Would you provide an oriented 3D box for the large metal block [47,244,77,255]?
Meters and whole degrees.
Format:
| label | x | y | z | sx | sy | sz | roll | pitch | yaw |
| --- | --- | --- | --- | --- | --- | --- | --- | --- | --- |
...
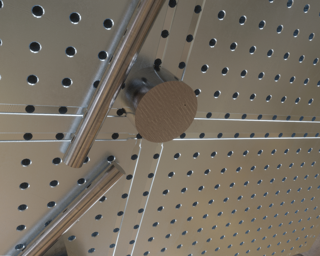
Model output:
| label | x | y | z | sx | sy | sz | roll | pitch | yaw |
| --- | --- | --- | --- | --- | --- | --- | --- | --- | --- |
| large metal block | -0.152 | 0.232 | 0.457 | 0.080 | 0.050 | 0.080 | -31 | 129 | -9 |

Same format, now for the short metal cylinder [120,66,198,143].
| label | x | y | z | sx | sy | sz | roll | pitch | yaw |
| --- | --- | --- | --- | --- | --- | --- | --- | --- | --- |
| short metal cylinder | -0.002 | -0.029 | 0.378 | 0.081 | 0.050 | 0.079 | -14 | 124 | -21 |

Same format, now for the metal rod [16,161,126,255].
| label | x | y | z | sx | sy | sz | roll | pitch | yaw |
| --- | --- | --- | --- | --- | --- | --- | --- | --- | --- |
| metal rod | -0.162 | 0.158 | 0.421 | 0.300 | 0.025 | 0.025 | -44 | 130 | 2 |

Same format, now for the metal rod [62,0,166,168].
| label | x | y | z | sx | sy | sz | roll | pitch | yaw |
| --- | --- | --- | --- | --- | --- | --- | --- | --- | --- |
| metal rod | -0.036 | -0.084 | 0.340 | 0.025 | 0.025 | 0.298 | 18 | 109 | -36 |
